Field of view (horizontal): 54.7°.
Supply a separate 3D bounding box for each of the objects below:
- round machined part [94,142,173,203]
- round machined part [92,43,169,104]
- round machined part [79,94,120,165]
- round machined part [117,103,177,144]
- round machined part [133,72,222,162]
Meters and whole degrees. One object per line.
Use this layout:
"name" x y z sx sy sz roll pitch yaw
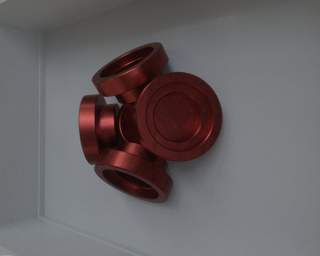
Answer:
"round machined part" -0.029 0.053 0.391 0.098 0.098 0.042 -2 53 39
"round machined part" -0.033 -0.066 0.394 0.098 0.098 0.042 -5 125 39
"round machined part" -0.077 0.001 0.431 0.042 0.098 0.097 -5 86 2
"round machined part" -0.018 -0.007 0.406 0.098 0.042 0.097 0 90 39
"round machined part" 0.017 -0.012 0.354 0.042 0.099 0.097 171 97 -75
